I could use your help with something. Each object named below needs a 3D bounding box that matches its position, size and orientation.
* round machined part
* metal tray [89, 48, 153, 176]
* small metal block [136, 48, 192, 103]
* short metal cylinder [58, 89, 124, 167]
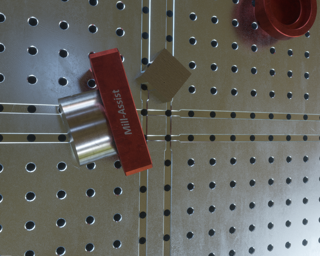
[{"bbox_3d":[0.185,-0.182,0.471,0.099,0.042,0.097,0,90,-20],"label":"round machined part"},{"bbox_3d":[-0.047,-0.017,0.357,0.030,0.090,0.129,-17,95,-10],"label":"metal tray"},{"bbox_3d":[0.005,-0.069,0.414,0.050,0.025,0.050,41,77,-16],"label":"small metal block"},{"bbox_3d":[-0.079,-0.002,0.354,0.050,0.080,0.080,-18,96,-19],"label":"short metal cylinder"}]
